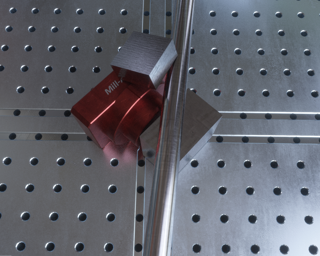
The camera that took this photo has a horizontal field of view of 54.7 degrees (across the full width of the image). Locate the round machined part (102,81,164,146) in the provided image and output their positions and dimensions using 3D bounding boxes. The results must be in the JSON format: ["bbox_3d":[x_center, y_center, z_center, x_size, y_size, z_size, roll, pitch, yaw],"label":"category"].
[{"bbox_3d":[-0.021,-0.016,0.383,0.042,0.098,0.098,41,75,13],"label":"round machined part"}]

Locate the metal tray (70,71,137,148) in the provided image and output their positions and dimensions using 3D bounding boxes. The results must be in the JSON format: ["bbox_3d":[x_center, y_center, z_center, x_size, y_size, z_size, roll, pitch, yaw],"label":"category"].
[{"bbox_3d":[-0.044,-0.040,0.391,0.030,0.090,0.130,41,75,13],"label":"metal tray"}]

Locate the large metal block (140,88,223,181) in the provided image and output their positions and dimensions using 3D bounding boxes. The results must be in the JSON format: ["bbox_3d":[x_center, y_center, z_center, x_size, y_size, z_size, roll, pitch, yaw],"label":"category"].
[{"bbox_3d":[0.024,0.011,0.376,0.050,0.080,0.080,41,75,13],"label":"large metal block"}]

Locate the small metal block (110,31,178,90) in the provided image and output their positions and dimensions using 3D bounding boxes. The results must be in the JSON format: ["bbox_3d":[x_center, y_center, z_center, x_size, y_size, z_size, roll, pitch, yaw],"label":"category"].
[{"bbox_3d":[-0.017,-0.074,0.335,0.050,0.025,0.050,20,68,26],"label":"small metal block"}]

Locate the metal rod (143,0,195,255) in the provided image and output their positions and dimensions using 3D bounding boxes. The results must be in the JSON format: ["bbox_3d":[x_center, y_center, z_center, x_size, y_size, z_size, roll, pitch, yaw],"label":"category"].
[{"bbox_3d":[0.014,-0.021,0.334,0.025,0.025,0.299,7,70,2],"label":"metal rod"}]
